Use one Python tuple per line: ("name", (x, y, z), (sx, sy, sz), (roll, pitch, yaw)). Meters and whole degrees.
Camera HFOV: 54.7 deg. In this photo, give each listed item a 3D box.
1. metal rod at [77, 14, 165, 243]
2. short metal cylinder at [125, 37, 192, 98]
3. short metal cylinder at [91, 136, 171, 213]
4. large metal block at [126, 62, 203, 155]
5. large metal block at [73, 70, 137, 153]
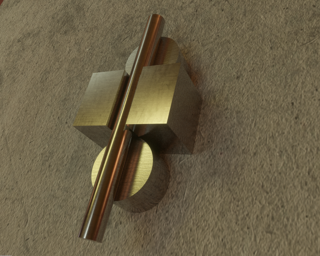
("metal rod", (-0.037, -0.020, 0.372), (0.025, 0.025, 0.300), (0, 61, 28))
("short metal cylinder", (-0.001, -0.082, 0.440), (0.080, 0.050, 0.080), (-13, 56, 20))
("short metal cylinder", (-0.034, 0.056, 0.373), (0.080, 0.050, 0.080), (-13, 56, 20))
("large metal block", (0.010, -0.021, 0.377), (0.050, 0.080, 0.080), (-1, 61, 28))
("large metal block", (-0.058, -0.019, 0.412), (0.050, 0.080, 0.080), (-1, 61, 28))
